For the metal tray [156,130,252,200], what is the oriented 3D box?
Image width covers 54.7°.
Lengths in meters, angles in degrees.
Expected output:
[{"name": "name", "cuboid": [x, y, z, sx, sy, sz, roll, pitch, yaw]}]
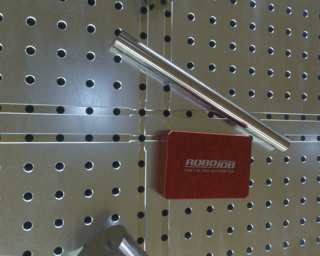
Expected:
[{"name": "metal tray", "cuboid": [0.064, 0.052, 0.435, 0.131, 0.030, 0.089, 4, 89, -20]}]

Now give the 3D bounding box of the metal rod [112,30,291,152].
[{"name": "metal rod", "cuboid": [0.070, -0.044, 0.439, 0.301, 0.025, 0.025, 29, 80, -18]}]

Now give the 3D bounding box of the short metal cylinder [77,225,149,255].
[{"name": "short metal cylinder", "cuboid": [-0.058, 0.162, 0.363, 0.080, 0.080, 0.050, -40, 103, -16]}]

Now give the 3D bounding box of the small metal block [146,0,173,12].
[{"name": "small metal block", "cuboid": [-0.003, -0.186, 0.399, 0.025, 0.050, 0.050, -24, 98, -19]}]
